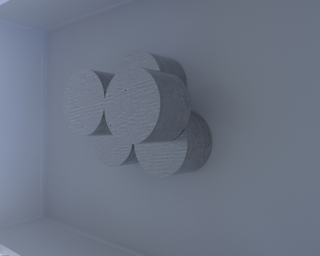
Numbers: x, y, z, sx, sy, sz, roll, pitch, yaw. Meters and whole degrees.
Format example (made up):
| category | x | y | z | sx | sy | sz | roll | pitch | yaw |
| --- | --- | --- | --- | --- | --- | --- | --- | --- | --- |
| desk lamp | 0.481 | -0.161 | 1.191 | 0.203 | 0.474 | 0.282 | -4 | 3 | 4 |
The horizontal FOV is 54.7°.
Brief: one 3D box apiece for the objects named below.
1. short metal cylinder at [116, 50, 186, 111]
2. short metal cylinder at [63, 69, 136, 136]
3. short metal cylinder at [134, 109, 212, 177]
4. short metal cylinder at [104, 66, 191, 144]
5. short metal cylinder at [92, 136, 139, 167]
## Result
| category | x | y | z | sx | sy | sz | roll | pitch | yaw |
| --- | --- | --- | --- | --- | --- | --- | --- | --- | --- |
| short metal cylinder | -0.013 | -0.055 | 0.400 | 0.080 | 0.050 | 0.080 | 0 | 90 | 40 |
| short metal cylinder | -0.076 | -0.030 | 0.386 | 0.080 | 0.050 | 0.080 | 0 | 90 | 40 |
| short metal cylinder | 0.015 | 0.017 | 0.376 | 0.080 | 0.050 | 0.080 | 0 | 90 | 40 |
| short metal cylinder | -0.014 | -0.023 | 0.334 | 0.080 | 0.050 | 0.080 | 0 | 90 | 40 |
| short metal cylinder | -0.048 | 0.011 | 0.428 | 0.080 | 0.050 | 0.080 | 0 | 90 | 40 |
